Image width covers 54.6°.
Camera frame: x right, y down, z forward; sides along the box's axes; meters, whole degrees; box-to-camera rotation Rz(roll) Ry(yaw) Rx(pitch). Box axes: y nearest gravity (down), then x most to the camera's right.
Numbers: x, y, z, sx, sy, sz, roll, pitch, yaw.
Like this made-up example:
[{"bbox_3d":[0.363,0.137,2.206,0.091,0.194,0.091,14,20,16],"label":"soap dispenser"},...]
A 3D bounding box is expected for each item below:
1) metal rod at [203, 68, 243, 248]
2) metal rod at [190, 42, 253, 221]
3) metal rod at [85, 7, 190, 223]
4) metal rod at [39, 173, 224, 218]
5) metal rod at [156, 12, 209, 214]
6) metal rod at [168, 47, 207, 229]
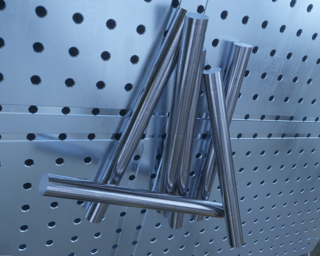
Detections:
[{"bbox_3d":[0.097,0.059,0.457,0.025,0.025,0.298,-21,116,-16],"label":"metal rod"},{"bbox_3d":[0.086,0.023,0.470,0.025,0.025,0.298,-5,121,-26],"label":"metal rod"},{"bbox_3d":[-0.030,-0.002,0.392,0.025,0.025,0.298,14,111,-34],"label":"metal rod"},{"bbox_3d":[-0.012,0.099,0.425,0.302,0.025,0.025,19,108,-37],"label":"metal rod"},{"bbox_3d":[0.021,0.005,0.407,0.025,0.025,0.298,-9,128,-24],"label":"metal rod"},{"bbox_3d":[0.035,0.032,0.449,0.025,0.025,0.298,-10,123,-23],"label":"metal rod"}]
